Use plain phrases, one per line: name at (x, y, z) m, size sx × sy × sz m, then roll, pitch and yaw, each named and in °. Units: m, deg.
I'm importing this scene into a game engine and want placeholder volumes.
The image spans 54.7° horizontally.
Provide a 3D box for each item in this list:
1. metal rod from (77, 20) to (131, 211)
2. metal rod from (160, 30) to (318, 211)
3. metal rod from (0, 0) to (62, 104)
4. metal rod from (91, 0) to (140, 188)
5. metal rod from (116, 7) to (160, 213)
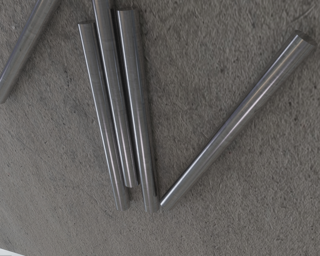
metal rod at (-0.075, 0.001, 0.446) m, size 0.025 × 0.025 × 0.298 m, roll 8°, pitch 122°, yaw 24°
metal rod at (0.073, 0.016, 0.377) m, size 0.025 × 0.025 × 0.298 m, roll 35°, pitch 129°, yaw 4°
metal rod at (-0.179, -0.123, 0.425) m, size 0.025 × 0.025 × 0.299 m, roll 47°, pitch 129°, yaw -5°
metal rod at (-0.055, -0.045, 0.408) m, size 0.025 × 0.025 × 0.298 m, roll 9°, pitch 122°, yaw 24°
metal rod at (-0.024, -0.003, 0.417) m, size 0.025 × 0.025 × 0.298 m, roll 9°, pitch 123°, yaw 23°
